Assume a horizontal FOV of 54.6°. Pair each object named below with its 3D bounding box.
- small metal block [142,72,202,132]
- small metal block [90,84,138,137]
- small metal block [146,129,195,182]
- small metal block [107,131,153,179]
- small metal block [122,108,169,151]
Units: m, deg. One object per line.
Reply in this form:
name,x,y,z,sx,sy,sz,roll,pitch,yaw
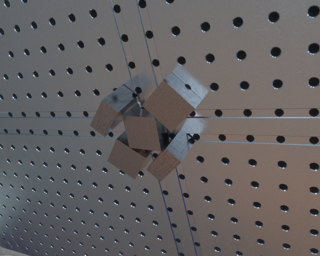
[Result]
small metal block,0.014,-0.031,0.385,0.050,0.025,0.050,42,130,-1
small metal block,-0.061,-0.023,0.413,0.025,0.050,0.050,37,130,2
small metal block,0.015,0.036,0.410,0.025,0.050,0.050,41,129,1
small metal block,-0.044,0.040,0.460,0.050,0.025,0.050,33,128,6
small metal block,-0.019,0.002,0.422,0.050,0.025,0.050,4,119,27
